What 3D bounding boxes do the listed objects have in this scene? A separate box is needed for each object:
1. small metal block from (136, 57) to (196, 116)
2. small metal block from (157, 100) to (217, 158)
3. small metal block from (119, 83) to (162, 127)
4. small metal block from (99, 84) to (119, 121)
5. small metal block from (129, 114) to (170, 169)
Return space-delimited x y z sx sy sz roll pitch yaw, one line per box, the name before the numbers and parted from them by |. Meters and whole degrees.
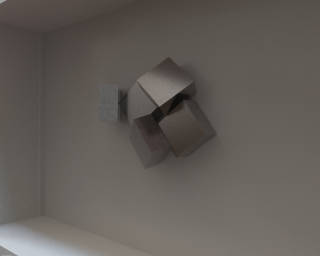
small metal block | 0.008 -0.051 0.381 0.050 0.025 0.050 -37 62 -5
small metal block | 0.032 0.001 0.377 0.050 0.025 0.050 -43 64 31
small metal block | -0.023 -0.031 0.421 0.050 0.025 0.050 -45 64 30
small metal block | -0.072 -0.034 0.444 0.050 0.025 0.050 -177 88 -83
small metal block | -0.015 0.018 0.400 0.050 0.025 0.050 60 155 22
